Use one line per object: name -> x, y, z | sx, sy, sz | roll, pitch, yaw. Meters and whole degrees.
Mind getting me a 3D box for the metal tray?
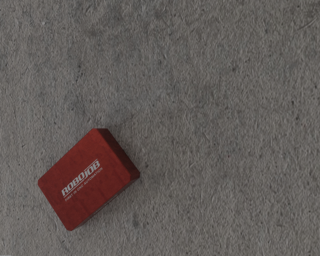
metal tray -> -0.104, 0.073, 0.444 | 0.130, 0.030, 0.090 | -41, 77, 15
